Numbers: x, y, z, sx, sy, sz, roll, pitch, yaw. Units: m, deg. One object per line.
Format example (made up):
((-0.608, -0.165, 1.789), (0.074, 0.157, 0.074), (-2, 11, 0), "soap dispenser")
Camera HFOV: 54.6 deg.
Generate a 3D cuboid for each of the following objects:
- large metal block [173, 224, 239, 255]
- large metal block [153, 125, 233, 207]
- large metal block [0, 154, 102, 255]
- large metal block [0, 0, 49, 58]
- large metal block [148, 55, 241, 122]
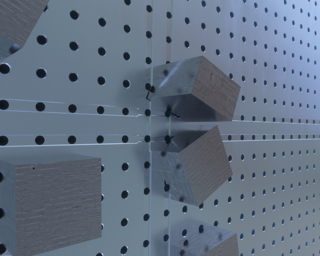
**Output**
((0.071, 0.199, 0.451), (0.081, 0.050, 0.080), (-13, 98, -39), "large metal block")
((0.048, 0.048, 0.432), (0.081, 0.050, 0.080), (-32, 110, -35), "large metal block")
((-0.106, 0.070, 0.304), (0.081, 0.050, 0.080), (-1, 91, -40), "large metal block")
((-0.147, -0.121, 0.269), (0.080, 0.050, 0.080), (32, 70, -35), "large metal block")
((0.045, -0.047, 0.410), (0.080, 0.080, 0.050), (28, 72, -36), "large metal block")
